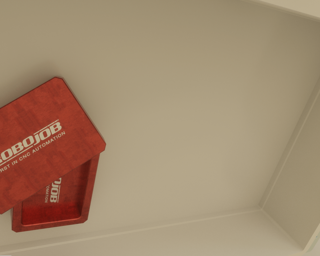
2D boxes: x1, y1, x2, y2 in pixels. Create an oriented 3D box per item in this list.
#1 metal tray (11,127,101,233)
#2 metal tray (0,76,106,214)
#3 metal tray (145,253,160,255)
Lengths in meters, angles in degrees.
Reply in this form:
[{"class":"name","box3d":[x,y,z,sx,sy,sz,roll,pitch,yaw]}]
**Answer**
[{"class":"metal tray","box3d":[-0.127,0.062,0.373,0.091,0.030,0.129,1,118,-29]},{"class":"metal tray","box3d":[-0.135,0.016,0.320,0.131,0.030,0.090,-32,107,-7]},{"class":"metal tray","box3d":[-0.048,0.271,0.509,0.091,0.030,0.129,-1,119,-28]}]
